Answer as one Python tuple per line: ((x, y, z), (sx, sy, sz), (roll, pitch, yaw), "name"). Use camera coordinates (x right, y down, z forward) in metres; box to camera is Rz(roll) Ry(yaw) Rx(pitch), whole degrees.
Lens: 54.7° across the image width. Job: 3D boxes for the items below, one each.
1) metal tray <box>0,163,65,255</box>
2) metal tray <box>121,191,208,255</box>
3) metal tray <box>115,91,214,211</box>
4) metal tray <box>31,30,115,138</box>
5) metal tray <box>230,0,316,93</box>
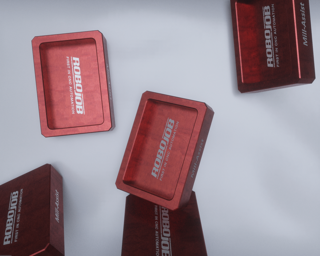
((-0.162, 0.110, 0.362), (0.090, 0.130, 0.030), (-25, 129, 0), "metal tray")
((0.004, 0.129, 0.360), (0.091, 0.130, 0.030), (-4, 121, 0), "metal tray")
((0.005, 0.026, 0.386), (0.090, 0.030, 0.129), (15, 87, 27), "metal tray")
((-0.112, -0.056, 0.407), (0.091, 0.030, 0.129), (-6, 90, 0), "metal tray")
((0.134, -0.112, 0.378), (0.030, 0.090, 0.129), (-5, 90, -33), "metal tray")
